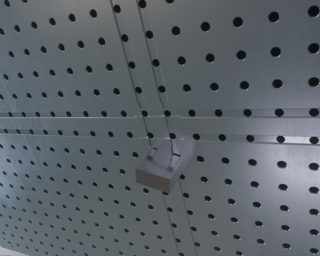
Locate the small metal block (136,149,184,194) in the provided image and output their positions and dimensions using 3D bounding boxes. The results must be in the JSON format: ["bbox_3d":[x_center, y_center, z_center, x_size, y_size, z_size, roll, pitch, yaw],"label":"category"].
[{"bbox_3d":[0.000,0.059,0.432,0.050,0.050,0.025,15,124,20],"label":"small metal block"}]
